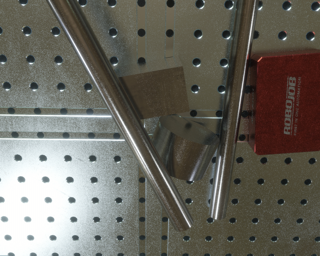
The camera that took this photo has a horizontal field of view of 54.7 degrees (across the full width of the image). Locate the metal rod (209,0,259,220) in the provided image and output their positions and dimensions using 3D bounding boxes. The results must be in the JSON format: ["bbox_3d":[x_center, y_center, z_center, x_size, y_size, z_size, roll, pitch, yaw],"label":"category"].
[{"bbox_3d":[0.094,-0.011,0.410,0.025,0.025,0.298,3,110,-2],"label":"metal rod"}]

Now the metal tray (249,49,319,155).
[{"bbox_3d":[0.166,-0.032,0.402,0.091,0.030,0.129,-4,110,1],"label":"metal tray"}]

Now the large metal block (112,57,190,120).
[{"bbox_3d":[-0.012,-0.048,0.366,0.080,0.080,0.050,-9,110,3],"label":"large metal block"}]

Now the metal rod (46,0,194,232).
[{"bbox_3d":[-0.036,-0.011,0.323,0.025,0.025,0.299,-24,109,8],"label":"metal rod"}]

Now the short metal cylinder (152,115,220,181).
[{"bbox_3d":[0.029,0.024,0.393,0.080,0.080,0.050,18,109,-7],"label":"short metal cylinder"}]
